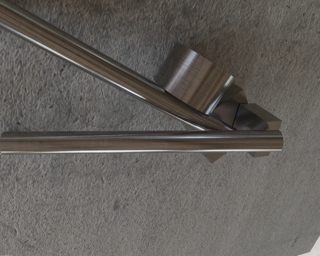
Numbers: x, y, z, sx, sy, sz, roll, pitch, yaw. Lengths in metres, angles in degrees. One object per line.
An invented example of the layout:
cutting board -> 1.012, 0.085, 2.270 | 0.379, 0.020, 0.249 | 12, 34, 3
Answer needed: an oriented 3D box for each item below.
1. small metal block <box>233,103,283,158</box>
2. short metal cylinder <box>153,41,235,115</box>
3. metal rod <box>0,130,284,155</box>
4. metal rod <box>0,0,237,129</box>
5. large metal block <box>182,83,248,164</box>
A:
small metal block -> 0.120, 0.002, 0.392 | 0.025, 0.050, 0.050 | -4, 121, -26
short metal cylinder -> 0.040, -0.058, 0.362 | 0.080, 0.080, 0.050 | 23, 106, -37
metal rod -> -0.015, 0.015, 0.342 | 0.302, 0.025, 0.025 | 0, 121, -5
metal rod -> -0.032, -0.049, 0.324 | 0.302, 0.025, 0.025 | 26, 104, -26
large metal block -> 0.078, -0.011, 0.428 | 0.080, 0.050, 0.080 | -35, 129, -4
